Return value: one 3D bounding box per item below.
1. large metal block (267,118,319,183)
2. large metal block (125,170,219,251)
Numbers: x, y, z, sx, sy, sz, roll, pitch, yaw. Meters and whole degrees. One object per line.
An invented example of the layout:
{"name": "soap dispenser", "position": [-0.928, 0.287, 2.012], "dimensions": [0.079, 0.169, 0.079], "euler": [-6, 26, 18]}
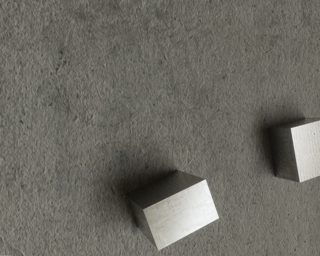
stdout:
{"name": "large metal block", "position": [0.221, 0.031, 0.477], "dimensions": [0.081, 0.050, 0.080], "euler": [-13, 95, -20]}
{"name": "large metal block", "position": [0.012, 0.096, 0.384], "dimensions": [0.081, 0.080, 0.050], "euler": [-22, 98, -19]}
